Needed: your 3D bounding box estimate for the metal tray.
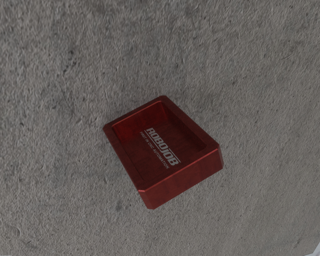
[{"bbox_3d":[-0.002,0.019,0.349,0.090,0.130,0.030,-29,128,-10],"label":"metal tray"}]
